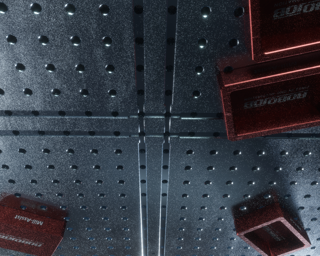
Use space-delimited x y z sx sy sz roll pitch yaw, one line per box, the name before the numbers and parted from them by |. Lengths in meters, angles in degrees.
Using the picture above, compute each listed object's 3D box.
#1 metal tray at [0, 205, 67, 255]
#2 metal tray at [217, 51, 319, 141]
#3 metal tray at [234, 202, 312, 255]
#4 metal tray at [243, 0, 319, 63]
metal tray | -0.251 0.192 0.568 0.131 0.030 0.089 22 127 -18
metal tray | 0.142 -0.036 0.380 0.131 0.030 0.090 -11 130 9
metal tray | 0.211 0.196 0.578 0.090 0.030 0.130 -32 124 24
metal tray | 0.152 -0.123 0.305 0.131 0.030 0.090 -11 130 8
